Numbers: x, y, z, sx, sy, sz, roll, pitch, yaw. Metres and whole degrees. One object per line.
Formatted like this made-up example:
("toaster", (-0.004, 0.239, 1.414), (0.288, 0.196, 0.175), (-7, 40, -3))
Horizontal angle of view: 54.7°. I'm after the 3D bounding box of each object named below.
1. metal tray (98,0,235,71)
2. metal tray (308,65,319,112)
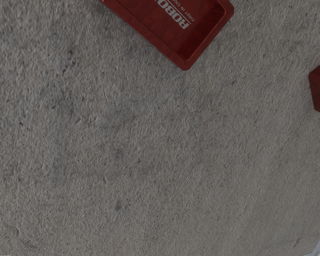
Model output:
("metal tray", (0.009, -0.132, 0.326), (0.130, 0.030, 0.090), (32, 100, -38))
("metal tray", (0.315, -0.090, 0.519), (0.130, 0.030, 0.090), (-37, 129, -4))
